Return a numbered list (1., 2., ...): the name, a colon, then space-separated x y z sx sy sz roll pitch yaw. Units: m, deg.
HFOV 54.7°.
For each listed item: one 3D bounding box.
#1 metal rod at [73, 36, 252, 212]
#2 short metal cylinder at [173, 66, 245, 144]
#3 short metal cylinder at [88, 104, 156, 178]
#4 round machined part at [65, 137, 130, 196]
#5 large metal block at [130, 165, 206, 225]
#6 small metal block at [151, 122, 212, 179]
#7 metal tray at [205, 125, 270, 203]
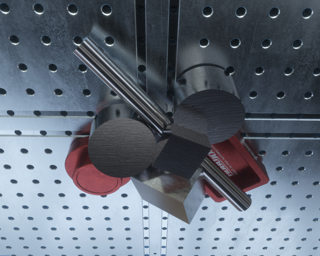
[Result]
1. metal rod: 0.017 0.009 0.382 0.025 0.025 0.300 -35 113 26
2. short metal cylinder: 0.056 -0.026 0.369 0.081 0.050 0.079 0 130 0
3. short metal cylinder: -0.048 0.015 0.388 0.081 0.050 0.079 -3 114 -8
4. round machined part: -0.087 0.060 0.445 0.099 0.042 0.097 0 130 0
5. large metal block: 0.013 0.079 0.423 0.080 0.050 0.080 22 152 25
6. small metal block: 0.024 0.027 0.361 0.050 0.025 0.050 21 119 -17
7. metal tray: 0.088 0.050 0.447 0.090 0.030 0.130 -29 125 22
